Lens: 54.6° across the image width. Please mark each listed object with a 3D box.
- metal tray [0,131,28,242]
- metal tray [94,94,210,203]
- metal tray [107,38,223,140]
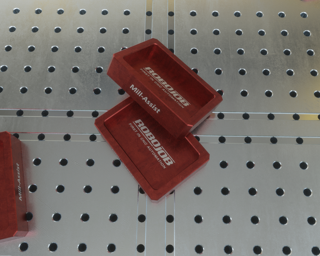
[{"bbox_3d":[-0.218,0.076,0.380,0.091,0.030,0.130,-12,70,-5],"label":"metal tray"},{"bbox_3d":[-0.011,0.019,0.402,0.090,0.030,0.130,-36,74,-12],"label":"metal tray"},{"bbox_3d":[0.008,-0.055,0.401,0.130,0.030,0.091,43,45,9],"label":"metal tray"}]
